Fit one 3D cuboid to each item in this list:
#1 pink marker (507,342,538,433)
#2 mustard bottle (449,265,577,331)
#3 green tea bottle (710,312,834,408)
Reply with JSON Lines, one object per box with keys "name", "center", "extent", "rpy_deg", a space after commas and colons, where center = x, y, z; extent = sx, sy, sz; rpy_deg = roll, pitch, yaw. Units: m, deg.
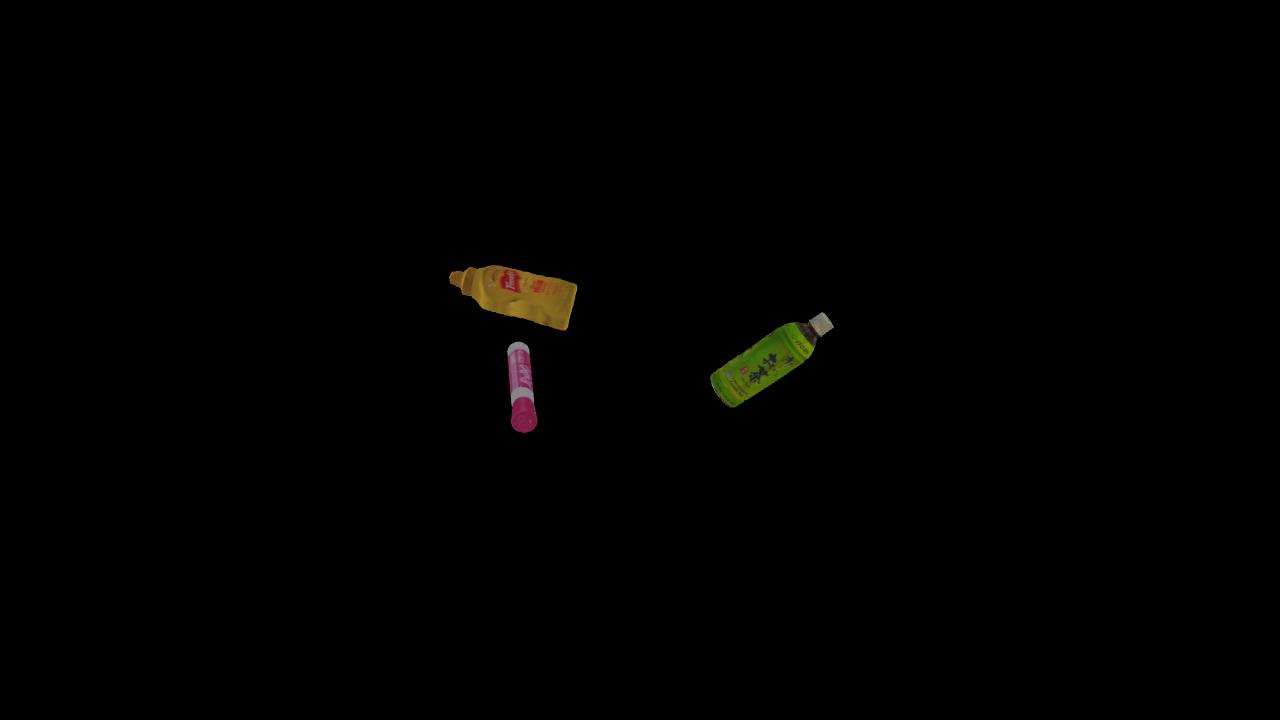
{"name": "pink marker", "center": [-0.093, 0.019, 0.485], "extent": [0.020, 0.020, 0.121], "rpy_deg": [0, 27, -14]}
{"name": "mustard bottle", "center": [-0.189, -0.100, 0.909], "extent": [0.184, 0.092, 0.054], "rpy_deg": [14, -43, -7]}
{"name": "green tea bottle", "center": [0.216, -0.005, 1.000], "extent": [0.212, 0.073, 0.073], "rpy_deg": [-37, -14, 20]}
